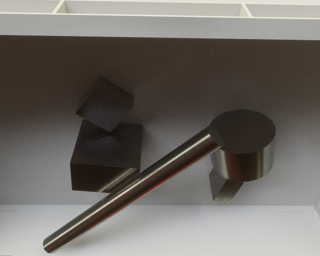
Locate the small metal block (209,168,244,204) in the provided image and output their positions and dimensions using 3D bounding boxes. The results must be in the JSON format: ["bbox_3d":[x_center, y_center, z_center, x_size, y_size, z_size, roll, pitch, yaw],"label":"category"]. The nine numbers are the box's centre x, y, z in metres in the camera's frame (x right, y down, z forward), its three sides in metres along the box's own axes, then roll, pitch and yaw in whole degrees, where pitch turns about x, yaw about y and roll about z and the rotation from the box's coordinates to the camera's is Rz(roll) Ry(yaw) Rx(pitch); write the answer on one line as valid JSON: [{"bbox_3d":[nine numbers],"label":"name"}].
[{"bbox_3d":[0.096,0.075,0.459,0.025,0.050,0.050,12,129,-10],"label":"small metal block"}]

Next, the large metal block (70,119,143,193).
[{"bbox_3d":[-0.066,0.037,0.403,0.081,0.080,0.050,6,130,-5],"label":"large metal block"}]

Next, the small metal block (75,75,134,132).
[{"bbox_3d":[-0.068,-0.029,0.384,0.050,0.025,0.050,31,123,-24],"label":"small metal block"}]

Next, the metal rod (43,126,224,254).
[{"bbox_3d":[-0.051,0.088,0.378,0.299,0.025,0.025,-37,121,27],"label":"metal rod"}]

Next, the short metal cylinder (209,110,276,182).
[{"bbox_3d":[0.103,0.021,0.393,0.080,0.080,0.050,-9,130,7],"label":"short metal cylinder"}]
